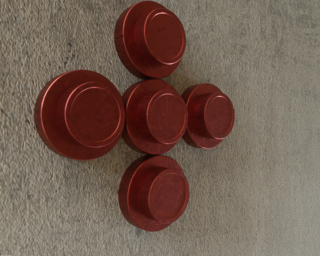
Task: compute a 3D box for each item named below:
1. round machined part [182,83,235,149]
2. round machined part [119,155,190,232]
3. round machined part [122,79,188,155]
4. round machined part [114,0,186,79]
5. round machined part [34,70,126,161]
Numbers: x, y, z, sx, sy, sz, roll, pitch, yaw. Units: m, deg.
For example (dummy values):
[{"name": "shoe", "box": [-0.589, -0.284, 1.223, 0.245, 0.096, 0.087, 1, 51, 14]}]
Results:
[{"name": "round machined part", "box": [0.074, -0.018, 0.459, 0.099, 0.042, 0.097, 0, 90, -40]}, {"name": "round machined part", "box": [0.000, 0.084, 0.397, 0.099, 0.042, 0.097, 0, 90, -40]}, {"name": "round machined part", "box": [-0.002, -0.014, 0.395, 0.099, 0.042, 0.097, 0, 90, -40]}, {"name": "round machined part", "box": [-0.005, -0.112, 0.393, 0.099, 0.042, 0.097, 0, 90, -40]}, {"name": "round machined part", "box": [-0.078, -0.014, 0.332, 0.099, 0.042, 0.097, 0, 90, -40]}]
